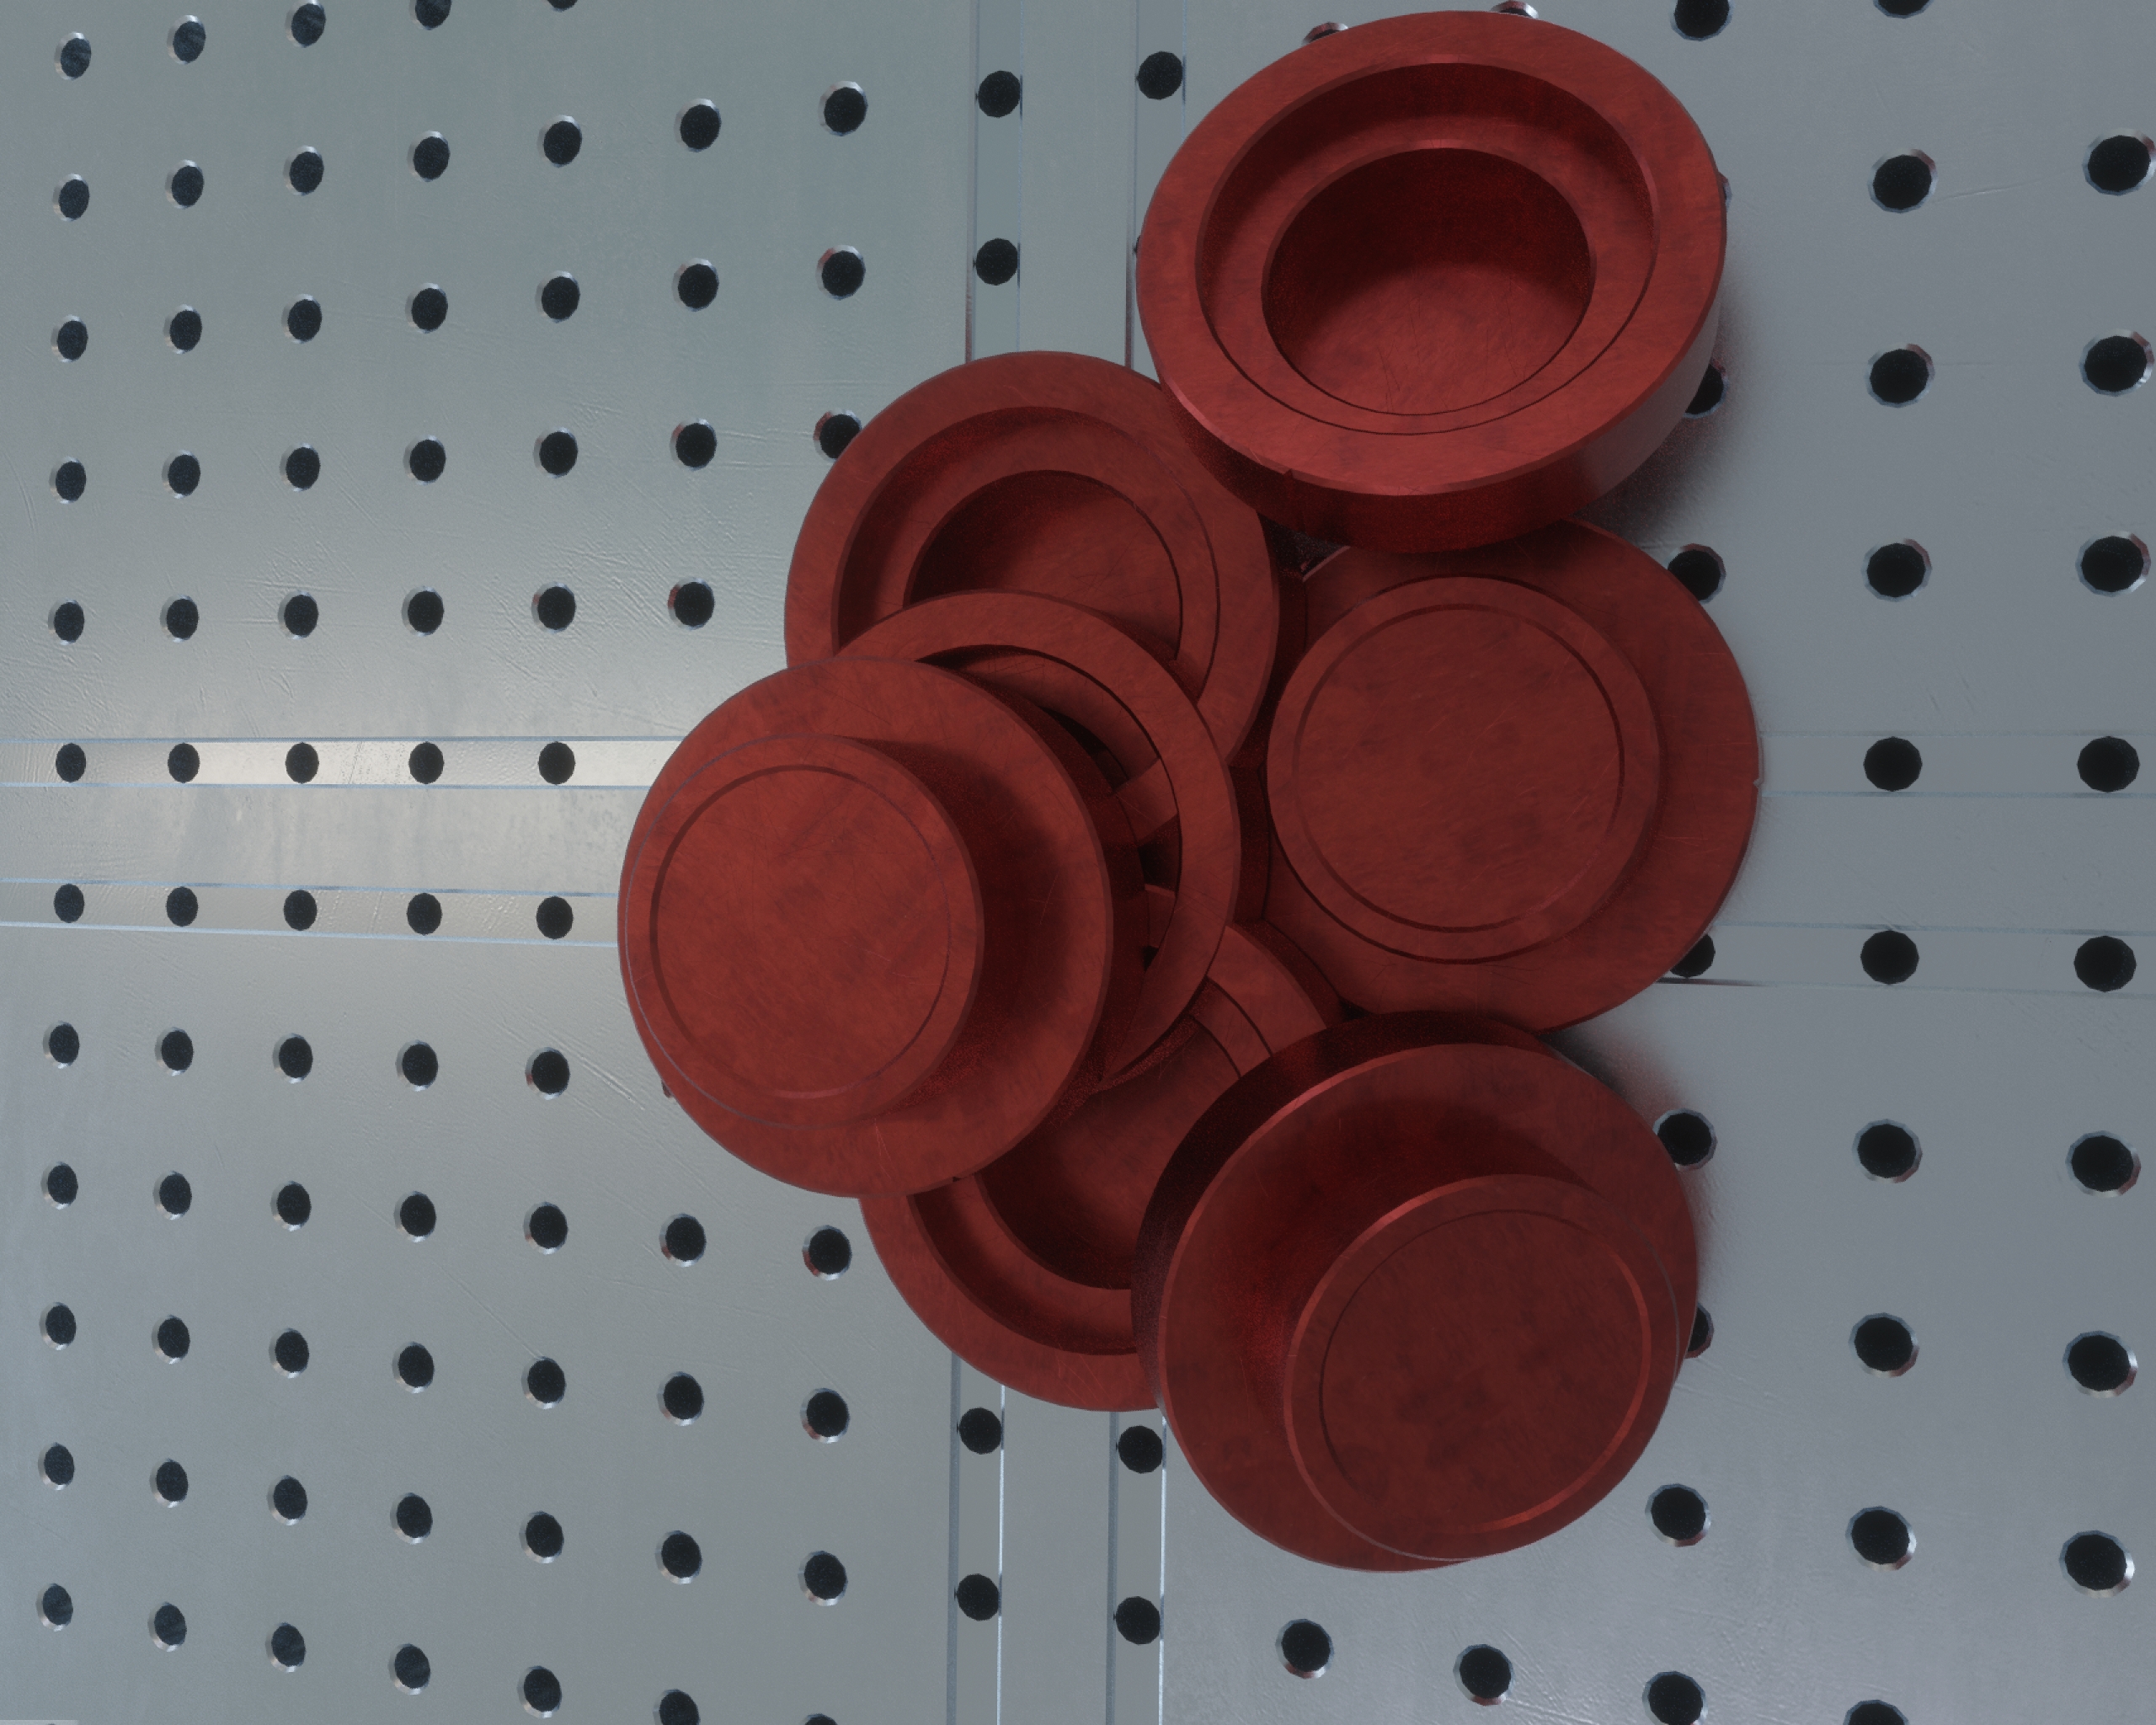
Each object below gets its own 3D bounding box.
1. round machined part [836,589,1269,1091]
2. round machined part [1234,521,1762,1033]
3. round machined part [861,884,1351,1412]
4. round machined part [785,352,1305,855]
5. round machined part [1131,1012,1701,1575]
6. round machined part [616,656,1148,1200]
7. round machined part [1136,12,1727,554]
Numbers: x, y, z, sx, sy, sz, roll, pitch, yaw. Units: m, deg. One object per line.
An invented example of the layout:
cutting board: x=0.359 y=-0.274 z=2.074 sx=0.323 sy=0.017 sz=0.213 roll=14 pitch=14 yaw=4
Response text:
round machined part: x=-0.010 y=-0.002 z=0.407 sx=0.098 sy=0.042 sz=0.097 roll=0 pitch=90 yaw=20
round machined part: x=0.072 y=-0.016 z=0.378 sx=0.098 sy=0.042 sz=0.097 roll=0 pitch=90 yaw=20
round machined part: x=0.010 y=0.051 z=0.400 sx=0.098 sy=0.042 sz=0.097 roll=0 pitch=90 yaw=20
round machined part: x=-0.004 y=-0.046 z=0.405 sx=0.098 sy=0.042 sz=0.097 roll=0 pitch=90 yaw=20
round machined part: x=0.062 y=0.078 z=0.356 sx=0.099 sy=0.042 sz=0.097 roll=-3 pitch=103 yaw=-12
round machined part: x=-0.041 y=0.012 z=0.373 sx=0.098 sy=0.042 sz=0.097 roll=0 pitch=90 yaw=20
round machined part: x=0.062 y=-0.097 z=0.370 sx=0.098 sy=0.042 sz=0.098 roll=-4 pitch=68 yaw=11
